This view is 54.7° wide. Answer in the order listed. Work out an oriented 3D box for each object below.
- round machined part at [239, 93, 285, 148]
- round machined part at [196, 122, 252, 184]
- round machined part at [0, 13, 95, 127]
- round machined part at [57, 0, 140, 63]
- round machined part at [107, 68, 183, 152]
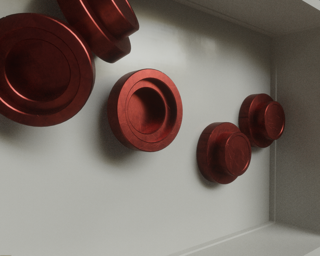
[{"bbox_3d":[0.187,-0.013,0.552,0.099,0.042,0.097,0,90,-40],"label":"round machined part"},{"bbox_3d":[0.106,0.039,0.484,0.099,0.042,0.097,0,90,-40],"label":"round machined part"},{"bbox_3d":[-0.109,-0.054,0.283,0.099,0.042,0.097,-2,111,-4],"label":"round machined part"},{"bbox_3d":[-0.057,-0.119,0.313,0.098,0.042,0.098,54,18,-26],"label":"round machined part"},{"bbox_3d":[-0.022,-0.021,0.377,0.099,0.042,0.097,0,90,-40],"label":"round machined part"}]
